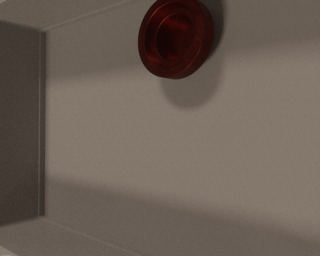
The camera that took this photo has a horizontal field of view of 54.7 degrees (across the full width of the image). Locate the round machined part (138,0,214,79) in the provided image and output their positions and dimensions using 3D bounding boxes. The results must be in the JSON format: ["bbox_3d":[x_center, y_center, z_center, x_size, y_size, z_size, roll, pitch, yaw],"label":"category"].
[{"bbox_3d":[0.023,-0.108,0.375,0.098,0.042,0.097,0,90,39],"label":"round machined part"}]
